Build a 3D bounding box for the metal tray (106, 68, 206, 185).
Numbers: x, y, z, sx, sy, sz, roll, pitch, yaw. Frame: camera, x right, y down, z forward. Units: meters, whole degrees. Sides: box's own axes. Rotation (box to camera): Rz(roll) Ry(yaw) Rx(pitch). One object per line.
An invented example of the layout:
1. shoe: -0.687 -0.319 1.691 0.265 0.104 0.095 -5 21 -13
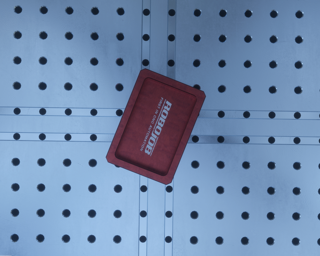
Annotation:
1. metal tray: -0.005 -0.002 0.411 0.090 0.030 0.129 22 90 -1
